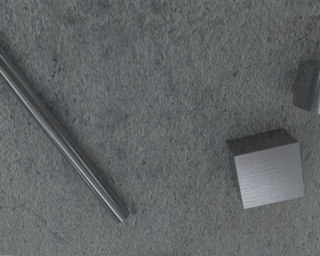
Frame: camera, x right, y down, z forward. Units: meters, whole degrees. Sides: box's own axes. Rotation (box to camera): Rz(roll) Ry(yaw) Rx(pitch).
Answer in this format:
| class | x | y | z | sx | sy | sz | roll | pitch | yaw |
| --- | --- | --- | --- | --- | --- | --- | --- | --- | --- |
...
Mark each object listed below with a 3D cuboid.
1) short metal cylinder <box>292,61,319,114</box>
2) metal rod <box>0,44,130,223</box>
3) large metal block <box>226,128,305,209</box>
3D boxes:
| class | x | y | z | sx | sy | sz | roll | pitch | yaw |
| --- | --- | --- | --- | --- | --- | --- | --- | --- | --- |
| short metal cylinder | 0.203 | -0.049 | 0.365 | 0.081 | 0.080 | 0.050 | 2 | 110 | -1 |
| metal rod | -0.133 | 0.012 | 0.412 | 0.025 | 0.025 | 0.299 | -30 | 108 | 10 |
| large metal block | 0.141 | 0.054 | 0.418 | 0.080 | 0.050 | 0.080 | -13 | 110 | 4 |
